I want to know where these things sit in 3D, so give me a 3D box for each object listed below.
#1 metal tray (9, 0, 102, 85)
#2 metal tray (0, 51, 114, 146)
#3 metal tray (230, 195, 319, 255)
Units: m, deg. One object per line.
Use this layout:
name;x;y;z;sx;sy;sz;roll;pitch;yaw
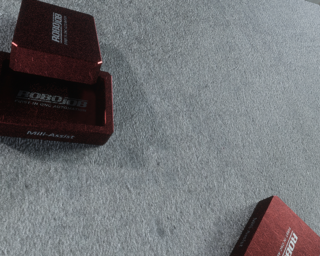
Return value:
metal tray;-0.123;-0.108;0.373;0.091;0.030;0.130;8;39;-24
metal tray;-0.121;-0.032;0.354;0.131;0.030;0.090;7;58;-24
metal tray;0.141;0.159;0.379;0.090;0.030;0.131;45;51;3
